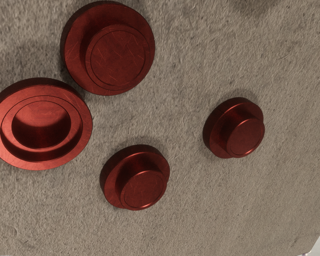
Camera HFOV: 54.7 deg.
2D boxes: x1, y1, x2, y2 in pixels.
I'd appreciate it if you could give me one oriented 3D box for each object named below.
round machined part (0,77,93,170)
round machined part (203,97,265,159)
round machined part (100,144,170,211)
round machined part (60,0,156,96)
[{"bbox_3d":[-0.124,-0.007,0.324,0.099,0.042,0.097,-14,125,-21],"label":"round machined part"},{"bbox_3d":[0.117,0.006,0.466,0.099,0.042,0.097,-14,125,-21],"label":"round machined part"},{"bbox_3d":[-0.030,0.075,0.427,0.099,0.042,0.097,-14,125,-21],"label":"round machined part"},{"bbox_3d":[-0.049,-0.078,0.322,0.099,0.042,0.097,-14,125,-21],"label":"round machined part"}]
